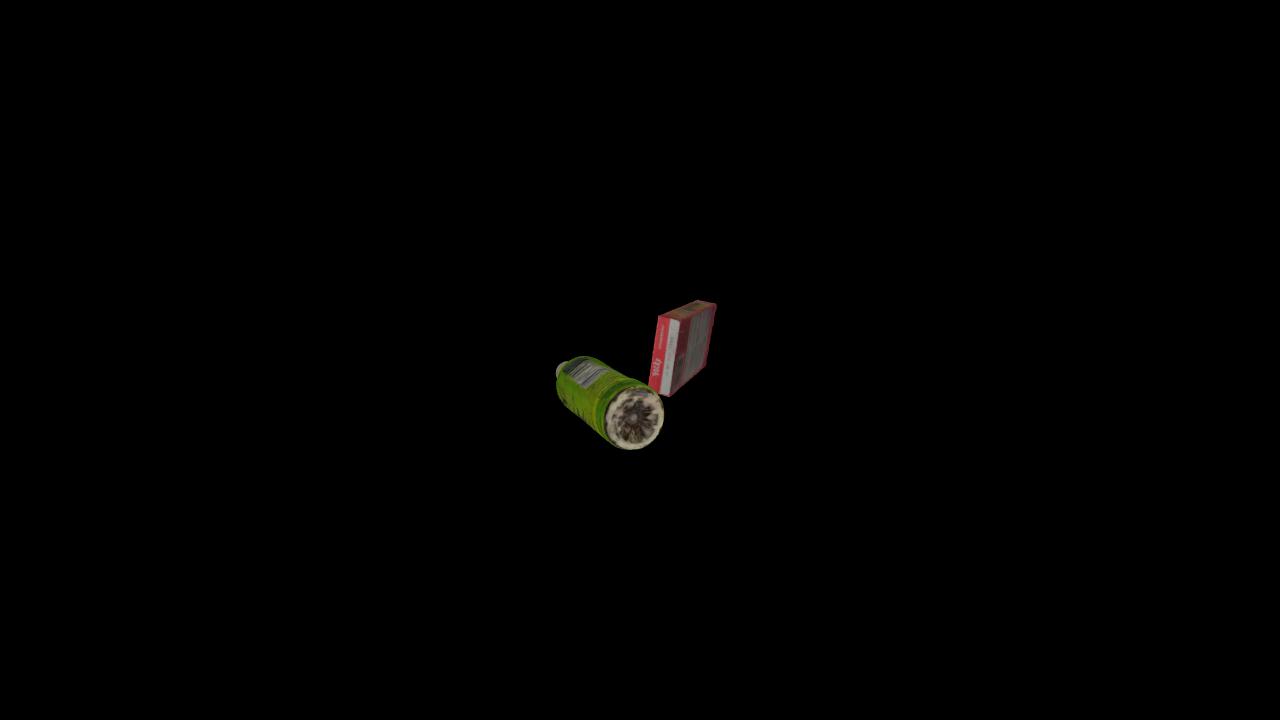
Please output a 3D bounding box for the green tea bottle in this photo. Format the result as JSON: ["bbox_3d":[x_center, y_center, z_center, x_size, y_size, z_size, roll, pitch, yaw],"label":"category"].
[{"bbox_3d":[-0.048,0.036,0.692,0.073,0.073,0.212,0,13,-25],"label":"green tea bottle"}]

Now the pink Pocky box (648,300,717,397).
[{"bbox_3d":[0.050,-0.018,0.698,0.029,0.084,0.155,14,16,18],"label":"pink Pocky box"}]
